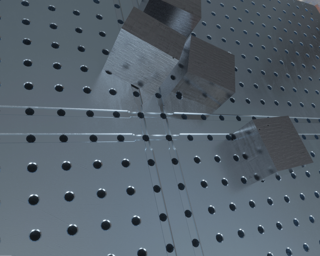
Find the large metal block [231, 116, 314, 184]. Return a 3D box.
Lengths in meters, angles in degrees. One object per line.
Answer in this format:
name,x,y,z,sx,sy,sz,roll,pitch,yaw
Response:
large metal block,0.168,0.031,0.466,0.081,0.050,0.080,-6,65,-31

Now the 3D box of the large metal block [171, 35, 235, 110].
large metal block,0.069,-0.086,0.484,0.080,0.050,0.080,20,54,-17

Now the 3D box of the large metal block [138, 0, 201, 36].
large metal block,0.009,-0.174,0.486,0.081,0.080,0.050,17,55,-19

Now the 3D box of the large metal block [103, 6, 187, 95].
large metal block,-0.022,-0.102,0.425,0.080,0.080,0.050,27,52,-12
